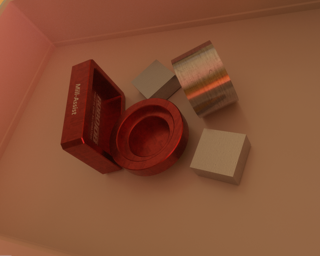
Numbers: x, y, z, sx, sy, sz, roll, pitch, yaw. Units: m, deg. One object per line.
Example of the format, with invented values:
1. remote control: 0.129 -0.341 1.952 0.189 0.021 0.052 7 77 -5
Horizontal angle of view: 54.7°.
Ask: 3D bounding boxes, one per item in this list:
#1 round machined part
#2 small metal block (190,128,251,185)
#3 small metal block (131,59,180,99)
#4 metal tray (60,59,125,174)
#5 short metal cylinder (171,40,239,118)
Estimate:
1. round machined part: -0.010 0.015 0.386 0.098 0.042 0.098 -13 56 20
2. small metal block: 0.068 0.031 0.348 0.050 0.025 0.050 9 66 33
3. small metal block: -0.006 -0.064 0.444 0.050 0.025 0.050 -42 50 -1
4. metal tray: -0.083 -0.015 0.413 0.030 0.090 0.130 -16 55 20
5. short metal cylinder: 0.054 -0.058 0.375 0.050 0.080 0.080 -26 53 12
